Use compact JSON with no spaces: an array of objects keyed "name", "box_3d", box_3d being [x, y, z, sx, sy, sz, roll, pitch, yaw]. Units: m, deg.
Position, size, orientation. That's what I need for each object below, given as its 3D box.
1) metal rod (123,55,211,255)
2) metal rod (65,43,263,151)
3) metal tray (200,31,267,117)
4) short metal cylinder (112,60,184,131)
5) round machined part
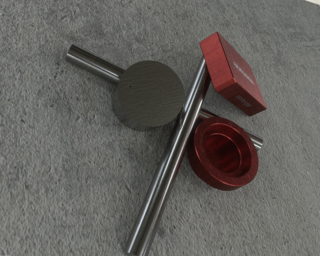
[{"name":"metal rod","box_3d":[0.025,0.012,0.389,0.025,0.025,0.300,29,58,-10]},{"name":"metal rod","box_3d":[0.015,-0.037,0.437,0.301,0.025,0.025,25,53,-13]},{"name":"metal tray","box_3d":[0.115,-0.078,0.475,0.131,0.030,0.090,22,48,-50]},{"name":"short metal cylinder","box_3d":[-0.016,-0.038,0.386,0.081,0.050,0.080,2,82,-16]},{"name":"round machined part","box_3d":[0.078,0.037,0.413,0.099,0.042,0.098,14,56,-21]}]
